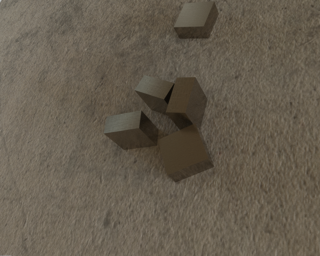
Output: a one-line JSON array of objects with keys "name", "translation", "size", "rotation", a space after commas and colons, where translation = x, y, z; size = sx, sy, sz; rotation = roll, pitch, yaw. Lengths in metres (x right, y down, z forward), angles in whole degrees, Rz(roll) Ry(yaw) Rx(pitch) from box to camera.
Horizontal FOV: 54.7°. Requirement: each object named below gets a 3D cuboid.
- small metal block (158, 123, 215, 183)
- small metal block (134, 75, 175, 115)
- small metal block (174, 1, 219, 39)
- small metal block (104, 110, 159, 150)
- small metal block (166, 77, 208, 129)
[{"name": "small metal block", "translation": [0.030, 0.030, 0.369], "size": [0.050, 0.025, 0.050], "rotation": [-25, 53, 12]}, {"name": "small metal block", "translation": [0.002, -0.041, 0.410], "size": [0.050, 0.050, 0.025], "rotation": [21, 73, 35]}, {"name": "small metal block", "translation": [0.056, -0.165, 0.475], "size": [0.050, 0.025, 0.050], "rotation": [10, 67, 32]}, {"name": "small metal block", "translation": [-0.036, 0.004, 0.403], "size": [0.050, 0.050, 0.025], "rotation": [-9, 58, 23]}, {"name": "small metal block", "translation": [0.035, -0.028, 0.386], "size": [0.025, 0.050, 0.050], "rotation": [3, 63, 29]}]
